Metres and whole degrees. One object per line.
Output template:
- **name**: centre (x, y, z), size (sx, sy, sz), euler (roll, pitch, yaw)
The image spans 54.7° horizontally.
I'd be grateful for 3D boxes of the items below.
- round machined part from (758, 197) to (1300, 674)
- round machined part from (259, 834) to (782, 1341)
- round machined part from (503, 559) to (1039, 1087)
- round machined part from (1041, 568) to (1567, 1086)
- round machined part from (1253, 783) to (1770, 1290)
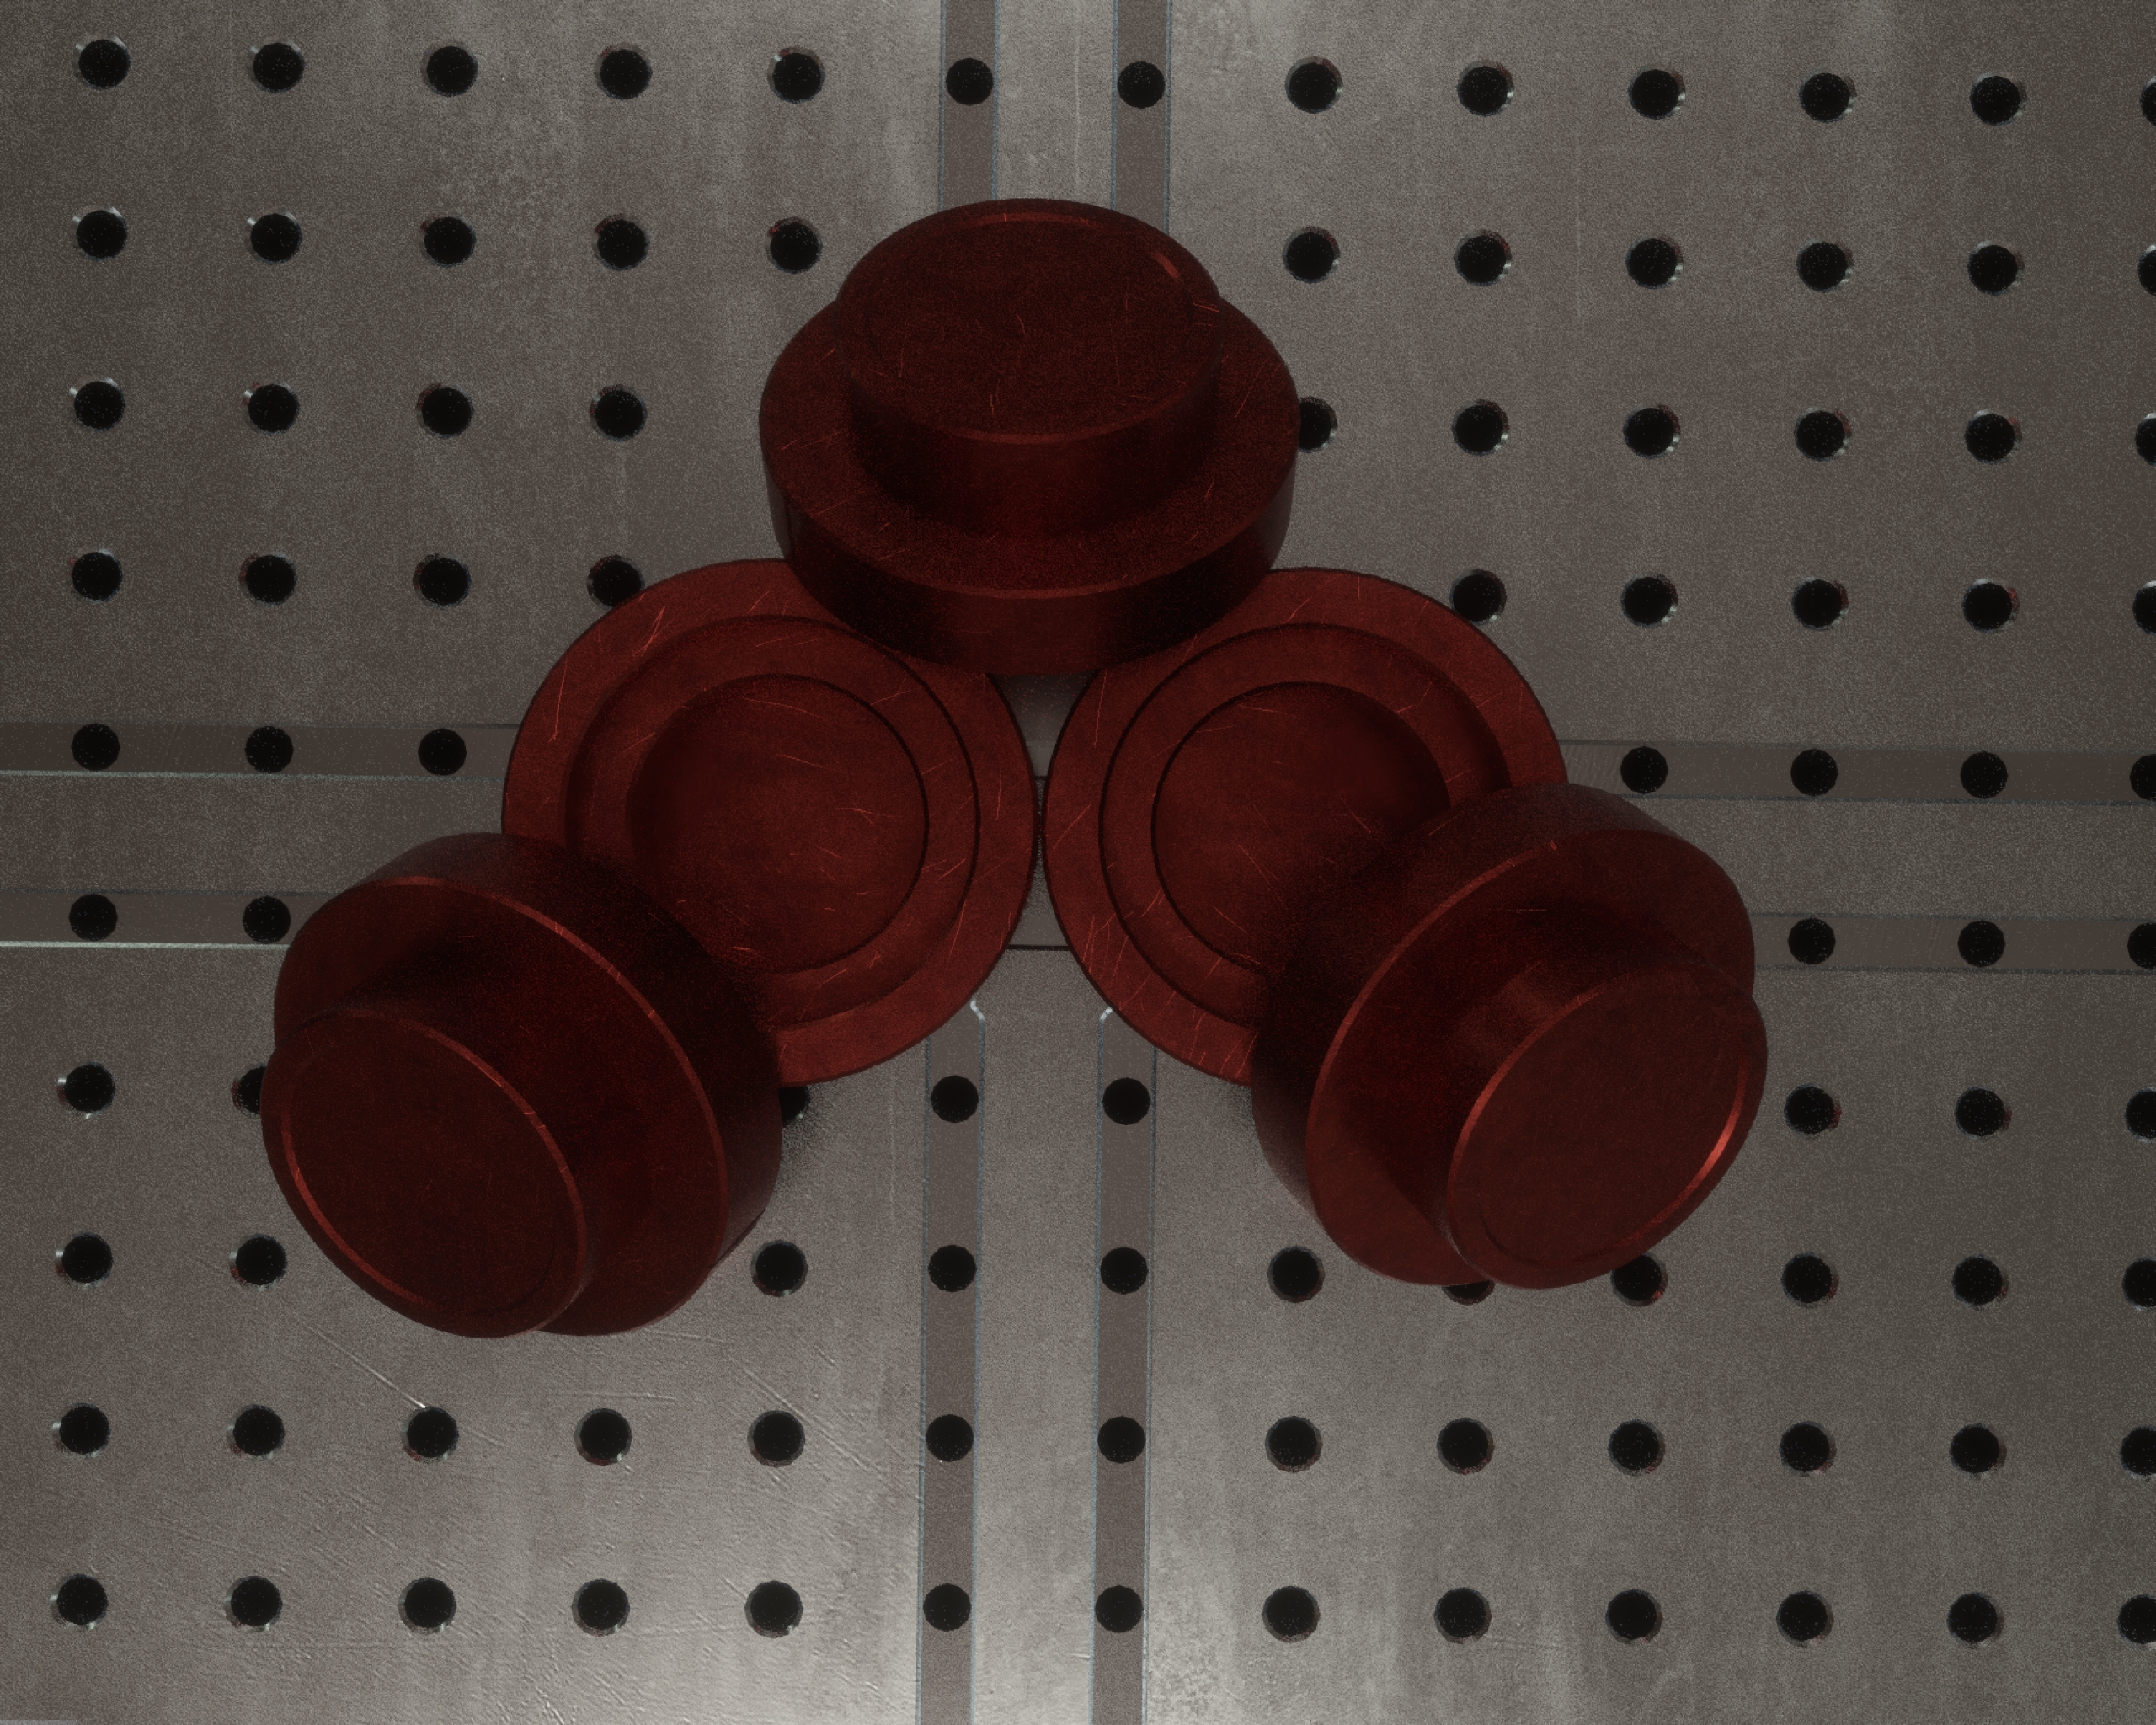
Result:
- **round machined part**: centre (-0.009, -0.084, 0.379), size (0.099, 0.042, 0.098), euler (1, 52, 0)
- **round machined part**: centre (-0.107, 0.047, 0.380), size (0.098, 0.042, 0.097), euler (10, 119, 20)
- **round machined part**: centre (-0.057, -0.007, 0.403), size (0.099, 0.042, 0.097), euler (0, 90, -1)
- **round machined part**: centre (0.042, -0.006, 0.405), size (0.099, 0.042, 0.097), euler (0, 90, -1)
- **round machined part**: centre (0.085, 0.038, 0.379), size (0.099, 0.042, 0.097), euler (-13, 123, -22)
